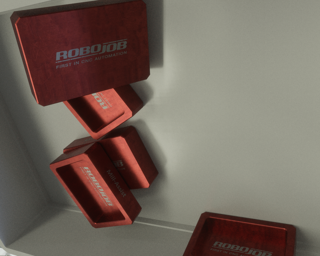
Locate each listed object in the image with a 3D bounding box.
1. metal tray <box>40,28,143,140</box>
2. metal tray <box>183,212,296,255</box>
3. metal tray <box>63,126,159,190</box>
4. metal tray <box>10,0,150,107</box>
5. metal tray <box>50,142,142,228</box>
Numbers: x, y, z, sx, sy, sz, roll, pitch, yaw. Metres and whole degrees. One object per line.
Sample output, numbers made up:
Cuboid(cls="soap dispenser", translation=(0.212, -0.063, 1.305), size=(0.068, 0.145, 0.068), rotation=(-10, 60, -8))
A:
Cuboid(cls="metal tray", translation=(-0.095, -0.056, 0.419), size=(0.090, 0.030, 0.130), rotation=(-31, 102, 37))
Cuboid(cls="metal tray", translation=(0.106, 0.161, 0.409), size=(0.130, 0.090, 0.030), rotation=(2, 119, 27))
Cuboid(cls="metal tray", translation=(-0.078, 0.053, 0.477), size=(0.130, 0.030, 0.090), rotation=(-13, 112, 33))
Cuboid(cls="metal tray", translation=(-0.077, -0.084, 0.330), size=(0.030, 0.131, 0.089), rotation=(42, 143, 47))
Cuboid(cls="metal tray", translation=(-0.097, 0.091, 0.471), size=(0.090, 0.030, 0.130), rotation=(-19, 109, 35))
